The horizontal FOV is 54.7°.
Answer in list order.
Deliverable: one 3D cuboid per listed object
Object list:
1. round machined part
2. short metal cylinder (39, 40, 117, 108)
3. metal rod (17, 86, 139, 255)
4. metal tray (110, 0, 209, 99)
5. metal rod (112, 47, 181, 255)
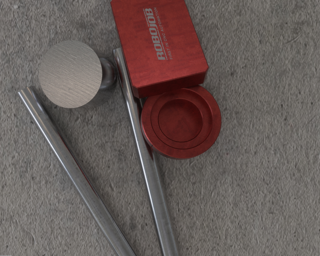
[{"bbox_3d":[0.024,-0.008,0.395,0.099,0.042,0.098,1,78,-7],"label":"round machined part"},{"bbox_3d":[-0.101,-0.064,0.389,0.080,0.050,0.079,1,93,11],"label":"short metal cylinder"},{"bbox_3d":[-0.098,0.079,0.409,0.025,0.025,0.299,-31,90,0],"label":"metal rod"},{"bbox_3d":[-0.003,-0.108,0.384,0.091,0.030,0.130,-14,71,-5],"label":"metal tray"},{"bbox_3d":[-0.016,0.042,0.409,0.025,0.025,0.298,-14,90,0],"label":"metal rod"}]
